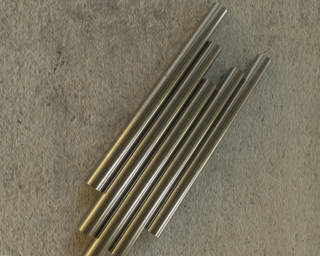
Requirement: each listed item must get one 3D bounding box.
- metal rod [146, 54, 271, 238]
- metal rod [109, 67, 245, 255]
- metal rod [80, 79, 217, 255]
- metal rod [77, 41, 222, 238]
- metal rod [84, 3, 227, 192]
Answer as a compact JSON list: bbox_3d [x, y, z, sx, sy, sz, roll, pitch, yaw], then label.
[{"bbox_3d":[0.073,0.017,0.438,0.025,0.025,0.300,38,78,-16],"label":"metal rod"},{"bbox_3d":[0.029,0.039,0.422,0.025,0.025,0.300,38,78,-16],"label":"metal rod"},{"bbox_3d":[-0.014,0.059,0.406,0.025,0.025,0.300,38,78,-16],"label":"metal rod"},{"bbox_3d":[-0.007,0.006,0.409,0.025,0.025,0.300,38,78,-16],"label":"metal rod"},{"bbox_3d":[0.001,-0.049,0.412,0.025,0.025,0.300,38,78,-16],"label":"metal rod"}]
